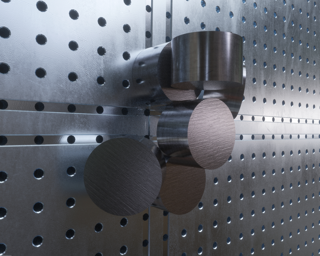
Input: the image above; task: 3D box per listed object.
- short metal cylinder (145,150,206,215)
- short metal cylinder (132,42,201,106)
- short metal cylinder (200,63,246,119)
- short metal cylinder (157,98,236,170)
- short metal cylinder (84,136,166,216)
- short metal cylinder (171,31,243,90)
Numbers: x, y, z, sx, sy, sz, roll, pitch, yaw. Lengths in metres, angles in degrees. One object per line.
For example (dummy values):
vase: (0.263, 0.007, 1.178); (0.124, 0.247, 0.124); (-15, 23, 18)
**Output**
short metal cylinder: (0.014, 0.067, 0.403); (0.081, 0.050, 0.079); (-1, 92, -40)
short metal cylinder: (0.012, -0.069, 0.402); (0.081, 0.050, 0.079); (-1, 91, -40)
short metal cylinder: (0.084, -0.055, 0.434); (0.050, 0.080, 0.080); (8, 83, 1)
short metal cylinder: (0.043, 0.006, 0.362); (0.081, 0.050, 0.079); (0, 90, -40)
short metal cylinder: (-0.035, 0.048, 0.336); (0.050, 0.080, 0.079); (-16, 104, -84)
short metal cylinder: (0.053, -0.073, 0.350); (0.081, 0.080, 0.050); (0, 90, -40)
